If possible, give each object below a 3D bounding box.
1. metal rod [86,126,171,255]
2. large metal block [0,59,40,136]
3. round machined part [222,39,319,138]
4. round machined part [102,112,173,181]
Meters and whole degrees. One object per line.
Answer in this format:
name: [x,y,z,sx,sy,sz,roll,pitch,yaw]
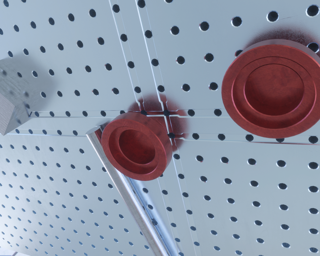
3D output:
metal rod: [-0.040,0.131,0.513,0.025,0.025,0.299,-13,112,33]
large metal block: [-0.254,-0.048,0.499,0.080,0.050,0.080,42,129,-1]
round machined part: [0.116,-0.041,0.313,0.098,0.042,0.097,13,124,21]
round machined part: [-0.027,0.022,0.428,0.098,0.042,0.097,13,124,20]
